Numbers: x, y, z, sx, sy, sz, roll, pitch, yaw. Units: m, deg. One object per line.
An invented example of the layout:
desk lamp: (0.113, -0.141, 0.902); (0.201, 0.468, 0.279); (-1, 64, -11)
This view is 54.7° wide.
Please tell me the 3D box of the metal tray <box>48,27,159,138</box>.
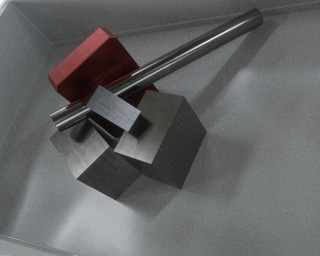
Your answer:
metal tray: (-0.064, -0.052, 0.399); (0.090, 0.130, 0.030); (-43, 50, 0)

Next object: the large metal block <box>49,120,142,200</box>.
large metal block: (-0.079, 0.035, 0.389); (0.050, 0.080, 0.080); (-45, 51, -3)

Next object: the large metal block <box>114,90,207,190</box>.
large metal block: (0.005, 0.014, 0.357); (0.050, 0.080, 0.080); (14, 69, 33)

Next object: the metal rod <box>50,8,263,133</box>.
metal rod: (0.007, -0.079, 0.390); (0.302, 0.025, 0.025); (-30, 50, -14)

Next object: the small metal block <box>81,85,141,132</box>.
small metal block: (-0.055, -0.023, 0.334); (0.025, 0.050, 0.050); (-59, 21, -4)
